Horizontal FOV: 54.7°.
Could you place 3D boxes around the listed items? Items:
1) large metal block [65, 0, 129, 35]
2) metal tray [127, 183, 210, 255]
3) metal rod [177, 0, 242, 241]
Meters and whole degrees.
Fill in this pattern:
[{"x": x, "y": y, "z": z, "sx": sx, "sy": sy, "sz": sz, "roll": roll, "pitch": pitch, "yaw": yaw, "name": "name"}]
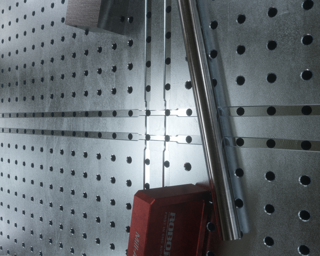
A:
[{"x": -0.094, "y": -0.189, "z": 0.468, "sx": 0.080, "sy": 0.050, "sz": 0.079, "roll": 19, "pitch": 102, "yaw": 38, "name": "large metal block"}, {"x": 0.009, "y": 0.134, "z": 0.355, "sx": 0.030, "sy": 0.091, "sz": 0.129, "roll": 14, "pitch": 99, "yaw": 50, "name": "metal tray"}, {"x": 0.054, "y": -0.025, "z": 0.362, "sx": 0.025, "sy": 0.025, "sz": 0.298, "roll": -15, "pitch": 81, "yaw": 39, "name": "metal rod"}]
